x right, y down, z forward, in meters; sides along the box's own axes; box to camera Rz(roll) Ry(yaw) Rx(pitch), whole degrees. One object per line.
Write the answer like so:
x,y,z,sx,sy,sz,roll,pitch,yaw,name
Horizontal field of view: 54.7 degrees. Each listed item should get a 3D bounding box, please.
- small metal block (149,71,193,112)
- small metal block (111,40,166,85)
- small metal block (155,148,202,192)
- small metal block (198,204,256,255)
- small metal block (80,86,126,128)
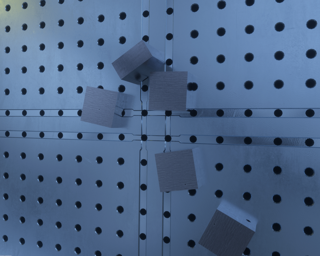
0.014,-0.047,0.407,0.050,0.025,0.050,3,91,19,small metal block
-0.027,-0.085,0.408,0.050,0.050,0.025,-33,80,17,small metal block
0.024,0.054,0.403,0.050,0.025,0.050,-9,87,19,small metal block
0.083,0.132,0.383,0.050,0.025,0.050,29,99,17,small metal block
-0.080,-0.030,0.440,0.050,0.025,0.050,13,94,19,small metal block
